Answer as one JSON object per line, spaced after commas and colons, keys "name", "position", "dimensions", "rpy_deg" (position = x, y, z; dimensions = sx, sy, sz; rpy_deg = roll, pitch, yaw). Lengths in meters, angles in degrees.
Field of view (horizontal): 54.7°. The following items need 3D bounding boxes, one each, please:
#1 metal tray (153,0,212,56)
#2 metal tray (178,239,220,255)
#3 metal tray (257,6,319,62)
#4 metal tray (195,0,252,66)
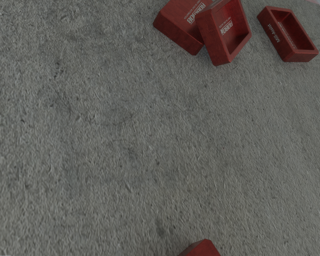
{"name": "metal tray", "position": [0.055, -0.195, 0.549], "dimensions": [0.090, 0.030, 0.130], "rpy_deg": [36, 51, -5]}
{"name": "metal tray", "position": [0.024, 0.183, 0.301], "dimensions": [0.131, 0.030, 0.090], "rpy_deg": [-25, 75, -37]}
{"name": "metal tray", "position": [0.277, -0.204, 0.673], "dimensions": [0.091, 0.030, 0.130], "rpy_deg": [-7, 65, -31]}
{"name": "metal tray", "position": [0.114, -0.175, 0.535], "dimensions": [0.131, 0.030, 0.090], "rpy_deg": [-49, 120, -43]}
